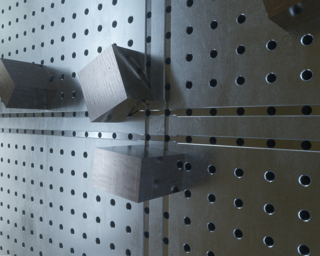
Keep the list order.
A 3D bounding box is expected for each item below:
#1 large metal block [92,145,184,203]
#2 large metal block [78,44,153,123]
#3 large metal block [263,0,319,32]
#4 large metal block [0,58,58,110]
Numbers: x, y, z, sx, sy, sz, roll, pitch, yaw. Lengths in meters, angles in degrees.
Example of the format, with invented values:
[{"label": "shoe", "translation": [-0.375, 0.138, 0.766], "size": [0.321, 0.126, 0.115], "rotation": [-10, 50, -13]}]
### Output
[{"label": "large metal block", "translation": [-0.027, 0.053, 0.394], "size": [0.080, 0.081, 0.050], "rotation": [8, 95, 39]}, {"label": "large metal block", "translation": [-0.066, -0.060, 0.445], "size": [0.080, 0.050, 0.080], "rotation": [-28, 73, 36]}, {"label": "large metal block", "translation": [0.135, -0.148, 0.281], "size": [0.080, 0.050, 0.080], "rotation": [-21, 77, 37]}, {"label": "large metal block", "translation": [-0.252, -0.081, 0.577], "size": [0.080, 0.081, 0.050], "rotation": [51, 120, 27]}]
